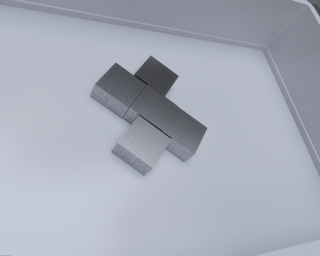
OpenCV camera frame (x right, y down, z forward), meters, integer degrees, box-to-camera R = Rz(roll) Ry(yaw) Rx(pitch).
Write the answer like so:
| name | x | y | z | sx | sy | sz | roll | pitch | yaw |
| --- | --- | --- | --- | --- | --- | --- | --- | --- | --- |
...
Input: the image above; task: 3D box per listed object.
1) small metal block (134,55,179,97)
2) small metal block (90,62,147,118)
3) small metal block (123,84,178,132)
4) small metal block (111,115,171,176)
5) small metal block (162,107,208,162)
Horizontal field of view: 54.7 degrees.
| name | x | y | z | sx | sy | sz | roll | pitch | yaw |
| --- | --- | --- | --- | --- | --- | --- | --- | --- | --- |
| small metal block | -0.009 | -0.067 | 0.439 | 0.050 | 0.025 | 0.050 | 36 | 50 | -4 |
| small metal block | -0.054 | -0.050 | 0.404 | 0.050 | 0.025 | 0.050 | 36 | 51 | -5 |
| small metal block | -0.012 | -0.022 | 0.409 | 0.050 | 0.025 | 0.050 | 36 | 51 | -5 |
| small metal block | -0.022 | 0.021 | 0.379 | 0.050 | 0.025 | 0.050 | 37 | 52 | -4 |
| small metal block | 0.029 | 0.008 | 0.413 | 0.050 | 0.025 | 0.050 | 36 | 51 | -5 |
